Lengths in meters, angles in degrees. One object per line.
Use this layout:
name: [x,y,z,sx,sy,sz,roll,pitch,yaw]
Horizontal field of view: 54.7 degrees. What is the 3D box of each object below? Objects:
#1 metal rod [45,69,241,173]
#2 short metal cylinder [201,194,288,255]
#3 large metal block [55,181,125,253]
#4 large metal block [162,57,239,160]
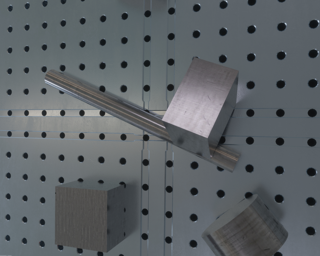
metal rod: [-0.036,-0.017,0.425,0.301,0.025,0.025,25,98,18]
short metal cylinder: [0.094,0.119,0.350,0.080,0.080,0.050,-40,77,15]
large metal block: [-0.097,0.120,0.434,0.080,0.050,0.080,1,90,20]
large metal block: [0.049,-0.019,0.353,0.050,0.080,0.080,22,75,19]
